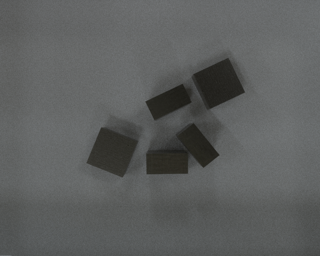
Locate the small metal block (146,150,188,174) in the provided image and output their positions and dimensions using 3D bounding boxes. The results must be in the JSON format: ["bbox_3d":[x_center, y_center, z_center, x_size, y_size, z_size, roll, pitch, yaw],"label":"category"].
[{"bbox_3d":[0.009,0.043,0.399,0.050,0.050,0.025,-1,90,-1],"label":"small metal block"}]

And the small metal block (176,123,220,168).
[{"bbox_3d":[0.047,0.021,0.400,0.025,0.050,0.050,-39,91,0],"label":"small metal block"}]

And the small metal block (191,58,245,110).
[{"bbox_3d":[0.077,-0.058,0.412,0.050,0.025,0.050,-26,90,-1],"label":"small metal block"}]

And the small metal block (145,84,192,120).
[{"bbox_3d":[0.010,-0.032,0.399,0.050,0.050,0.025,-26,90,0],"label":"small metal block"}]

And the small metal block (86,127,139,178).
[{"bbox_3d":[-0.062,0.031,0.411,0.050,0.025,0.050,22,90,-1],"label":"small metal block"}]
